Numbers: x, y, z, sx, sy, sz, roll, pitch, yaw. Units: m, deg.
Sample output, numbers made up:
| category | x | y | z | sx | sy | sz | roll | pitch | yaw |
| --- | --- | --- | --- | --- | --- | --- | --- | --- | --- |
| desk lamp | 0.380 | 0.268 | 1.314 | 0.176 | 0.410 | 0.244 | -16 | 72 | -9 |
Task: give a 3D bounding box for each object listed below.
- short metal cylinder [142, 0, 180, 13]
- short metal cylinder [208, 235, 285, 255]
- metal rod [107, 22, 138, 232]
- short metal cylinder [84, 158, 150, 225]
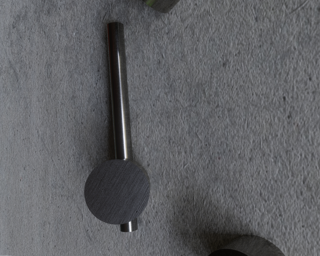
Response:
| category | x | y | z | sx | sy | sz | roll | pitch | yaw |
| --- | --- | --- | --- | --- | --- | --- | --- | --- | --- |
| short metal cylinder | -0.001 | -0.186 | 0.370 | 0.050 | 0.081 | 0.080 | -38 | 67 | 33 |
| short metal cylinder | 0.088 | 0.157 | 0.316 | 0.080 | 0.050 | 0.080 | 0 | 90 | 40 |
| metal rod | -0.055 | -0.004 | 0.450 | 0.025 | 0.025 | 0.298 | -7 | 85 | 40 |
| short metal cylinder | -0.053 | 0.080 | 0.407 | 0.081 | 0.050 | 0.080 | 0 | 86 | -1 |
